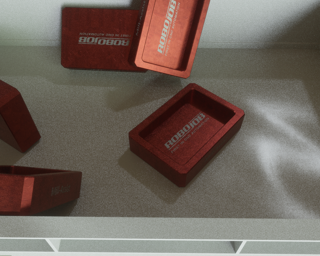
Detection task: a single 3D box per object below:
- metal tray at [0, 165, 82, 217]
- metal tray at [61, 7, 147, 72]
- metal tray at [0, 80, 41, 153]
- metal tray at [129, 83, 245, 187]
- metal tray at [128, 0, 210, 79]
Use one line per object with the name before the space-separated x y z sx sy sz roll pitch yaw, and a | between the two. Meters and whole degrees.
metal tray | -0.137 0.054 0.292 0.091 0.130 0.030 5 84 3
metal tray | -0.082 -0.134 0.478 0.131 0.030 0.089 3 95 2
metal tray | -0.217 -0.031 0.386 0.130 0.089 0.030 27 55 20
metal tray | 0.036 0.003 0.399 0.090 0.030 0.131 34 58 25
metal tray | 0.014 -0.144 0.444 0.091 0.129 0.030 9 12 -27
